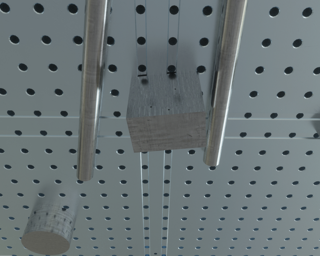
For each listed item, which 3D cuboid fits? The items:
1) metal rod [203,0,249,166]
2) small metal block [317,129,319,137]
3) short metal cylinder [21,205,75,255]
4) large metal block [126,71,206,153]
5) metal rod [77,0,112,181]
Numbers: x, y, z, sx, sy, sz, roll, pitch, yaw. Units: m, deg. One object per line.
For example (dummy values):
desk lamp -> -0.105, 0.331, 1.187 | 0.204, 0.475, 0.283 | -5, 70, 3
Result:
metal rod -> 0.075, -0.067, 0.355 | 0.025, 0.025, 0.298 | 0, 130, 0
small metal block -> 0.253, 0.004, 0.417 | 0.050, 0.025, 0.050 | 19, 128, -16
short metal cylinder -> -0.195, 0.182, 0.548 | 0.081, 0.050, 0.079 | 0, 130, 0
large metal block -> 0.008, -0.020, 0.358 | 0.080, 0.080, 0.050 | -5, 130, 4
metal rod -> -0.084, -0.040, 0.376 | 0.025, 0.025, 0.298 | 9, 130, -8
